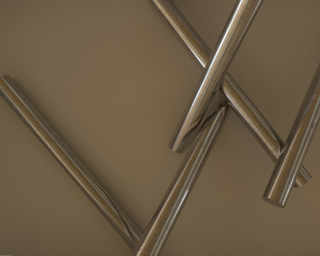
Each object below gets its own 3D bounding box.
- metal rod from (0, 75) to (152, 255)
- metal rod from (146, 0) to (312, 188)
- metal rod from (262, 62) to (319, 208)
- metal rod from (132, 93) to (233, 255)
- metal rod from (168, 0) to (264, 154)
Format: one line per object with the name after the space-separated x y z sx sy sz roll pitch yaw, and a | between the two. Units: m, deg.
-0.113 0.052 0.410 0.025 0.025 0.300 -40 90 0 | metal rod
0.081 -0.055 0.384 0.025 0.025 0.299 -37 84 0 | metal rod
0.192 -0.045 0.373 0.025 0.025 0.300 30 74 0 | metal rod
0.023 0.069 0.350 0.025 0.025 0.300 31 65 0 | metal rod
0.076 -0.094 0.343 0.025 0.025 0.298 24 118 0 | metal rod
